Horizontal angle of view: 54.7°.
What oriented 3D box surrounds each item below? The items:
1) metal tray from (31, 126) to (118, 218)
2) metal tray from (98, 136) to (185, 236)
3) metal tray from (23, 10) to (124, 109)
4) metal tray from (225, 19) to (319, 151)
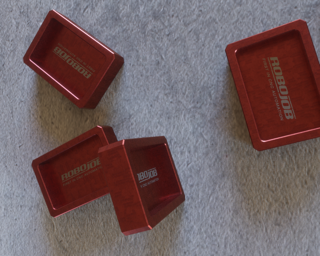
[{"bbox_3d":[-0.113,0.062,0.444,0.130,0.030,0.090,-27,82,17],"label":"metal tray"},{"bbox_3d":[-0.014,0.058,0.357,0.030,0.130,0.090,-20,84,19],"label":"metal tray"},{"bbox_3d":[-0.127,-0.098,0.449,0.130,0.030,0.090,38,102,15],"label":"metal tray"},{"bbox_3d":[0.137,-0.046,0.357,0.090,0.030,0.129,-16,85,18],"label":"metal tray"}]
